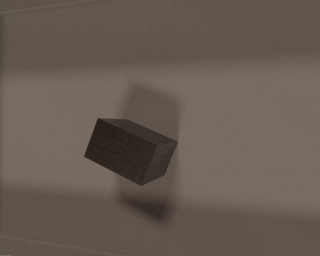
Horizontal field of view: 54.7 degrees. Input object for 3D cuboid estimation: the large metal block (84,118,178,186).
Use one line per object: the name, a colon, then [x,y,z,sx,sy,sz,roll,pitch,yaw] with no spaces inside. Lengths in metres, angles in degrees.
large metal block: [-0.033,0.026,0.392,0.080,0.080,0.050,24,98,18]
